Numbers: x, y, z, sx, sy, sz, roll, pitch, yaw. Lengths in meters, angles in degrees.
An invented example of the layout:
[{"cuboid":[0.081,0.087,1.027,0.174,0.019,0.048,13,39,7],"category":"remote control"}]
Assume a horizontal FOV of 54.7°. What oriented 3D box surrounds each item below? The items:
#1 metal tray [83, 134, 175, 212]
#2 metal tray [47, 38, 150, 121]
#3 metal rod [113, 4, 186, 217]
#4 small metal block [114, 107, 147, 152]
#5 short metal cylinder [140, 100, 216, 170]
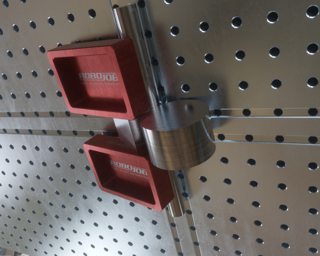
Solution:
[{"cuboid":[-0.047,0.061,0.448,0.130,0.030,0.089,8,123,38],"category":"metal tray"},{"cuboid":[-0.080,-0.061,0.390,0.130,0.030,0.089,8,123,39],"category":"metal tray"},{"cuboid":[-0.007,-0.004,0.407,0.025,0.025,0.298,0,119,28],"category":"metal rod"},{"cuboid":[-0.037,-0.002,0.411,0.050,0.025,0.050,26,136,53],"category":"small metal block"},{"cuboid":[0.022,0.006,0.363,0.080,0.080,0.050,0,119,28],"category":"short metal cylinder"}]
